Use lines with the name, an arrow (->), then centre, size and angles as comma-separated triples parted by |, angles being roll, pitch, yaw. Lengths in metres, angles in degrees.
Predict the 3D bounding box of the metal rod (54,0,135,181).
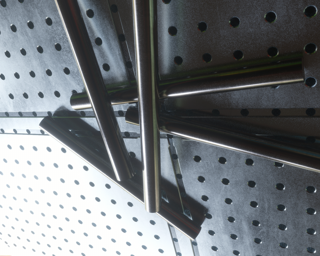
metal rod -> -0.087, -0.072, 0.384 | 0.025, 0.025, 0.298 | -8, 107, 31

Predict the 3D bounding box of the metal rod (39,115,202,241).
metal rod -> -0.065, 0.077, 0.490 | 0.301, 0.025, 0.025 | 36, 129, 4

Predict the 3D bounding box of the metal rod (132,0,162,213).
metal rod -> -0.013, -0.013, 0.374 | 0.025, 0.025, 0.298 | 12, 124, 21

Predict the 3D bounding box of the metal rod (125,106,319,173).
metal rod -> 0.097, 0.017, 0.369 | 0.301, 0.025, 0.025 | 14, 124, 19

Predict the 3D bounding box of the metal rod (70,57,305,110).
metal rod -> 0.009, -0.047, 0.375 | 0.300, 0.025, 0.025 | -4, 117, 29
